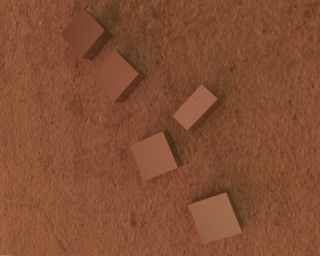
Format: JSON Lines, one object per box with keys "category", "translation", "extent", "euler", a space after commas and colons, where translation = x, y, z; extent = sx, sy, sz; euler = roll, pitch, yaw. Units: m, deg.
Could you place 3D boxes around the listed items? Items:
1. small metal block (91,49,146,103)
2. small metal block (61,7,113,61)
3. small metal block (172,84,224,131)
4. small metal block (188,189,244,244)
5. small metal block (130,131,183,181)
{"category": "small metal block", "translation": [-0.057, -0.071, 0.428], "extent": [0.050, 0.025, 0.050], "euler": [47, 104, 13]}
{"category": "small metal block", "translation": [-0.105, -0.134, 0.445], "extent": [0.050, 0.025, 0.050], "euler": [-46, 76, 14]}
{"category": "small metal block", "translation": [0.048, -0.024, 0.378], "extent": [0.025, 0.050, 0.050], "euler": [46, 104, 14]}
{"category": "small metal block", "translation": [0.070, 0.109, 0.384], "extent": [0.050, 0.025, 0.050], "euler": [-23, 83, 18]}
{"category": "small metal block", "translation": [-0.005, 0.037, 0.410], "extent": [0.050, 0.025, 0.050], "euler": [-25, 82, 18]}
